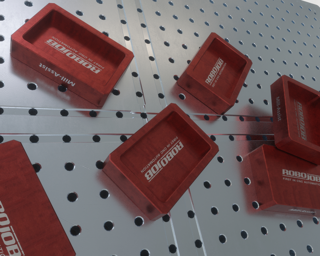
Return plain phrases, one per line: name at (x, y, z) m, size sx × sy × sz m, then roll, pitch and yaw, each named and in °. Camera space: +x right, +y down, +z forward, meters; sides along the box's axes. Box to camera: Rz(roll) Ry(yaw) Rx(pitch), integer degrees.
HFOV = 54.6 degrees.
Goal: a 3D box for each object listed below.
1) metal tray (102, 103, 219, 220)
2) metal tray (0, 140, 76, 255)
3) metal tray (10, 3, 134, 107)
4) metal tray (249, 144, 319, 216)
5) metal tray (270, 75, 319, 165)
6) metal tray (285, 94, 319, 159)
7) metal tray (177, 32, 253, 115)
metal tray at (0.006, 0.036, 0.385) m, size 0.090 × 0.030 × 0.131 m, roll 45°, pitch 51°, yaw 3°
metal tray at (-0.146, 0.084, 0.275) m, size 0.091 × 0.030 × 0.130 m, roll -22°, pitch 74°, yaw -36°
metal tray at (-0.110, -0.097, 0.404) m, size 0.130 × 0.030 × 0.090 m, roll 31°, pitch 52°, yaw -8°
metal tray at (0.202, 0.080, 0.464) m, size 0.131 × 0.030 × 0.090 m, roll 12°, pitch 57°, yaw -22°
metal tray at (0.225, -0.015, 0.494) m, size 0.090 × 0.030 × 0.130 m, roll 21°, pitch 54°, yaw -16°
metal tray at (0.292, 0.010, 0.554) m, size 0.130 × 0.030 × 0.090 m, roll 38°, pitch 51°, yaw -2°
metal tray at (0.094, -0.093, 0.511) m, size 0.090 × 0.030 × 0.130 m, roll 36°, pitch 51°, yaw -4°
